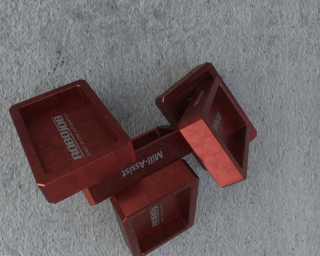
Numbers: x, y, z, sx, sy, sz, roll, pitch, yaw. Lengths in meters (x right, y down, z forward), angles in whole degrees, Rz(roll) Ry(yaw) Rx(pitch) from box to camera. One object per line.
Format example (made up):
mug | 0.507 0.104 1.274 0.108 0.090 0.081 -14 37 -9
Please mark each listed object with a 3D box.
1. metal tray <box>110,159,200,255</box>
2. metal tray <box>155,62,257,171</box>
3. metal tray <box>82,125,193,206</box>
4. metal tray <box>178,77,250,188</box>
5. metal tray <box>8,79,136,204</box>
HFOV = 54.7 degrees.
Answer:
metal tray | -0.002 0.100 0.364 0.091 0.030 0.129 -26 144 -18
metal tray | 0.067 -0.014 0.433 0.090 0.030 0.130 -40 103 -16
metal tray | -0.033 0.037 0.364 0.131 0.090 0.030 -26 99 -18
metal tray | 0.073 -0.001 0.379 0.090 0.030 0.130 54 29 -13
metal tray | -0.095 0.005 0.325 0.091 0.130 0.030 -26 138 -19
